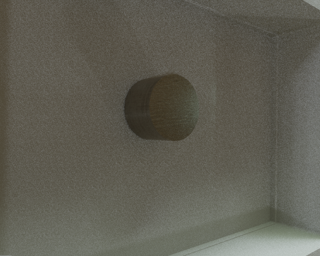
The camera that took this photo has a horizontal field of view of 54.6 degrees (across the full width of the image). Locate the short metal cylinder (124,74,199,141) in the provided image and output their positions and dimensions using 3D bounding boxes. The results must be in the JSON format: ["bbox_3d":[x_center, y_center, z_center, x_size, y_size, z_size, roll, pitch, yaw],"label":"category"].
[{"bbox_3d":[0.003,-0.024,0.389,0.081,0.050,0.080,0,90,-40],"label":"short metal cylinder"}]
